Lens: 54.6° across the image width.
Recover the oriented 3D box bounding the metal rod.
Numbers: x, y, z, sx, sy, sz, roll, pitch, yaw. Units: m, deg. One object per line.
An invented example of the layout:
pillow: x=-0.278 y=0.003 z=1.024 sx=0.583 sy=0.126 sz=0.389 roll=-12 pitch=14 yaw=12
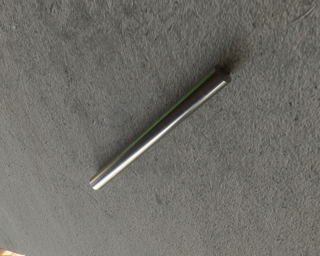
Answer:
metal rod: x=-0.019 y=0.017 z=0.430 sx=0.025 sy=0.025 sz=0.299 roll=46 pitch=129 yaw=-4
